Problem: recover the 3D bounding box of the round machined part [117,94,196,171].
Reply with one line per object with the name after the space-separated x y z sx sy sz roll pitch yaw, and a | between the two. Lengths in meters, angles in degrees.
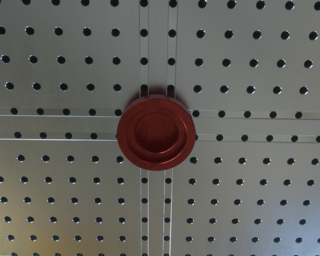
-0.005 0.003 0.405 0.099 0.042 0.097 0 110 0 | round machined part
